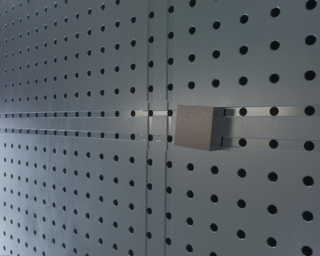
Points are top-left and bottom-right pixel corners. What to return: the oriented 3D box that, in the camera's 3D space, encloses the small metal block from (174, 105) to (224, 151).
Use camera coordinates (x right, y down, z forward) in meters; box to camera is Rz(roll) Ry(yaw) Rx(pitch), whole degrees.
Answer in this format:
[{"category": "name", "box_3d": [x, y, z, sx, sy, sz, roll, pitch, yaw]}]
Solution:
[{"category": "small metal block", "box_3d": [0.046, -0.001, 0.372, 0.050, 0.025, 0.050, 8, 95, 40]}]
